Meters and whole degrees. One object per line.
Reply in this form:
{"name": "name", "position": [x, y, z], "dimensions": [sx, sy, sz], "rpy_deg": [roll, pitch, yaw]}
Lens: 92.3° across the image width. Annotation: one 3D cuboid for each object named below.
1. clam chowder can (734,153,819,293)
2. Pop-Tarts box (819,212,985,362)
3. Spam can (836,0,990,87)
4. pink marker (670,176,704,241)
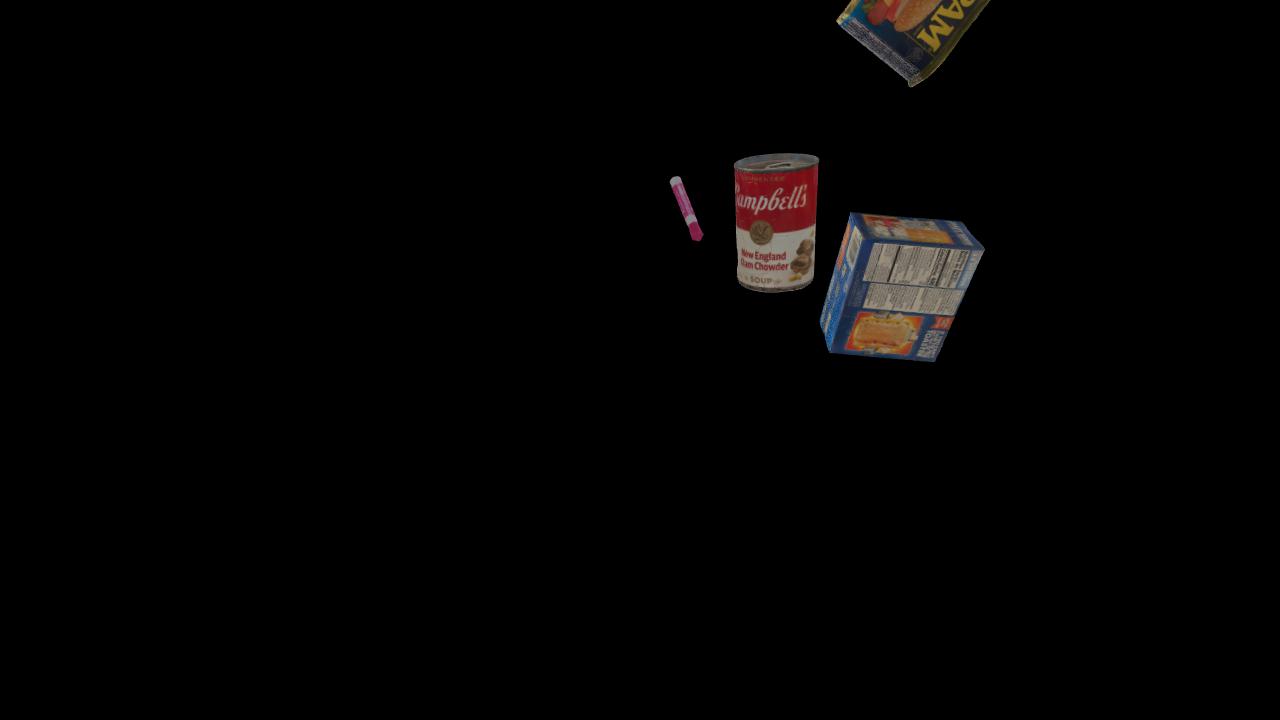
{"name": "clam chowder can", "position": [0.114, -0.115, 0.517], "dimensions": [0.068, 0.102, 0.068], "rpy_deg": [-5, 27, 3]}
{"name": "Pop-Tarts box", "position": [0.321, -0.091, 0.780], "dimensions": [0.141, 0.167, 0.083], "rpy_deg": [5, 39, 2]}
{"name": "Spam can", "position": [0.222, -0.288, 0.487], "dimensions": [0.085, 0.101, 0.058], "rpy_deg": [36, 9, -5]}
{"name": "pink marker", "position": [0.072, -0.233, 0.952], "dimensions": [0.020, 0.121, 0.020], "rpy_deg": [-14, -25, -7]}
